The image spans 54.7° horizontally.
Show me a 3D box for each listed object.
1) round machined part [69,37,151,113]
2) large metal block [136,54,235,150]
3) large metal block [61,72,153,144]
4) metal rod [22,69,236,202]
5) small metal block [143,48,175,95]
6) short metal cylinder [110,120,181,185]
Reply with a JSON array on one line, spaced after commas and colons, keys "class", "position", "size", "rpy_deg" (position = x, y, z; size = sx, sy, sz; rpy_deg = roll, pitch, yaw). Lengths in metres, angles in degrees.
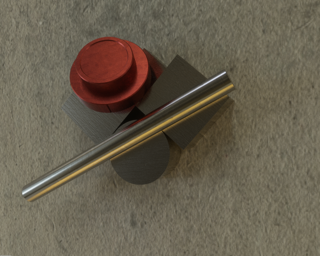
[{"class": "round machined part", "position": [-0.062, -0.071, 0.375], "size": [0.099, 0.042, 0.098], "rpy_deg": [-3, 64, 6]}, {"class": "large metal block", "position": [0.032, -0.031, 0.385], "size": [0.080, 0.050, 0.080], "rpy_deg": [43, 103, 14]}, {"class": "large metal block", "position": [-0.071, -0.029, 0.420], "size": [0.080, 0.050, 0.080], "rpy_deg": [44, 103, 14]}, {"class": "metal rod", "position": [-0.050, 0.018, 0.374], "size": [0.300, 0.025, 0.025], "rpy_deg": [-29, 81, 17]}, {"class": "small metal block", "position": [-0.015, -0.069, 0.414], "size": [0.050, 0.025, 0.050], "rpy_deg": [44, 103, 14]}, {"class": "short metal cylinder", "position": [-0.018, 0.029, 0.402], "size": [0.080, 0.050, 0.079], "rpy_deg": [0, 90, 19]}]
